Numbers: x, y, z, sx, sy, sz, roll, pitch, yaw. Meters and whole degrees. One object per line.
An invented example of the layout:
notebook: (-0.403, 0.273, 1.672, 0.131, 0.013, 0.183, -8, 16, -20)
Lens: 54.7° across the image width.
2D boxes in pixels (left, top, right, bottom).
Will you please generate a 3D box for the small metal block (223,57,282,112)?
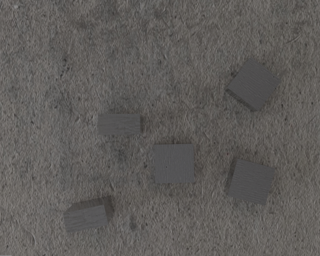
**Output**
small metal block: (0.122, -0.057, 0.411, 0.050, 0.025, 0.050, 38, 90, 0)

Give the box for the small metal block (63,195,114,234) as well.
small metal block: (-0.089, 0.109, 0.397, 0.050, 0.050, 0.025, -12, 90, 0)

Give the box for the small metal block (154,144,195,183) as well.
small metal block: (0.019, 0.046, 0.410, 0.050, 0.025, 0.050, -1, 90, 0)

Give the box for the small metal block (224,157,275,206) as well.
small metal block: (0.118, 0.070, 0.411, 0.050, 0.025, 0.050, 15, 90, 0)

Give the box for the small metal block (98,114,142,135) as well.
small metal block: (-0.049, -0.005, 0.397, 0.050, 0.050, 0.025, -1, 90, 0)
